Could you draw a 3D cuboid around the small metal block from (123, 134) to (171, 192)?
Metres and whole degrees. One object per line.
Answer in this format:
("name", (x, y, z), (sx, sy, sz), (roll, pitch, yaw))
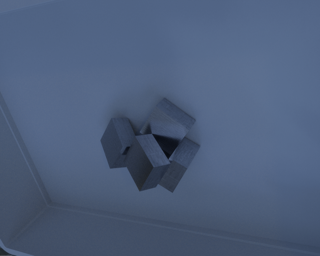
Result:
("small metal block", (-0.018, 0.044, 0.394), (0.050, 0.025, 0.050), (57, 137, 32))

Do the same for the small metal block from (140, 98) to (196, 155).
("small metal block", (0.009, -0.002, 0.399), (0.050, 0.025, 0.050), (36, 129, 3))

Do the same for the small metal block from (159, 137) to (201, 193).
("small metal block", (0.024, 0.048, 0.406), (0.025, 0.050, 0.050), (31, 128, 8))

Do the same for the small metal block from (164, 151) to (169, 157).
("small metal block", (-0.014, 0.039, 0.437), (0.050, 0.025, 0.050), (36, 129, 3))

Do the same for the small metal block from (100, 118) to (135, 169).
("small metal block", (-0.057, 0.021, 0.432), (0.050, 0.025, 0.050), (-57, 47, 39))
